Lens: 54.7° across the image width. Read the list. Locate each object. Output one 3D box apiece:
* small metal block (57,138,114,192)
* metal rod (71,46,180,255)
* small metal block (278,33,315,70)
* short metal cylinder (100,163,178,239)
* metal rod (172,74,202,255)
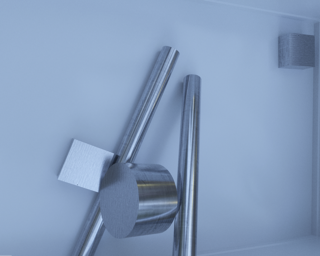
[{"bbox_3d":[-0.091,0.045,0.378,0.050,0.025,0.050,23,82,-19],"label":"small metal block"},{"bbox_3d":[-0.042,0.033,0.395,0.025,0.025,0.299,26,81,-19],"label":"metal rod"},{"bbox_3d":[0.217,-0.121,0.493,0.050,0.025,0.050,-1,91,-21],"label":"small metal block"},{"bbox_3d":[-0.026,0.080,0.348,0.050,0.080,0.080,8,87,-38],"label":"short metal cylinder"},{"bbox_3d":[0.032,0.063,0.357,0.025,0.025,0.299,17,59,-20],"label":"metal rod"}]
